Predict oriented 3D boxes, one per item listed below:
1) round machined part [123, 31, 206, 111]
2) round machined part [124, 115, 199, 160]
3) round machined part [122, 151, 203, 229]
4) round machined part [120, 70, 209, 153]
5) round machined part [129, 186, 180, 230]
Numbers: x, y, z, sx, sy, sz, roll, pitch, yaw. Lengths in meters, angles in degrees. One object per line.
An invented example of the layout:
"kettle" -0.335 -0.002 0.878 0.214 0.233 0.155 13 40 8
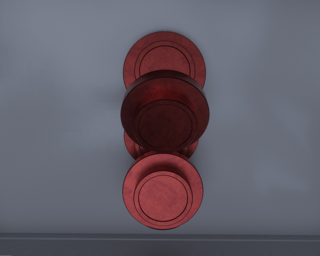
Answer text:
"round machined part" 0.005 -0.065 0.365 0.099 0.042 0.097 0 94 -1
"round machined part" 0.002 0.012 0.405 0.099 0.042 0.097 0 109 0
"round machined part" 0.004 0.078 0.375 0.099 0.042 0.097 0 99 -1
"round machined part" 0.005 -0.011 0.342 0.099 0.042 0.097 0 123 0
"round machined part" 0.004 0.102 0.424 0.099 0.042 0.097 0 125 0
